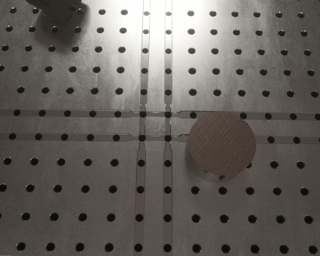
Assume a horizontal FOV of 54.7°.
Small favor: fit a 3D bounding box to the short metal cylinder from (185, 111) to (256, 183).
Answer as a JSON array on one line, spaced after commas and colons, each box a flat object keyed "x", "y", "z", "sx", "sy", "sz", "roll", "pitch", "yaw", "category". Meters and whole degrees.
[{"x": 0.074, "y": 0.025, "z": 0.390, "sx": 0.081, "sy": 0.050, "sz": 0.080, "roll": 0, "pitch": 70, "yaw": 0, "category": "short metal cylinder"}]

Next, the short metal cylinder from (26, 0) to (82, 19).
[{"x": -0.156, "y": -0.210, "z": 0.457, "sx": 0.050, "sy": 0.080, "sz": 0.080, "roll": 28, "pitch": 72, "yaw": 9, "category": "short metal cylinder"}]
